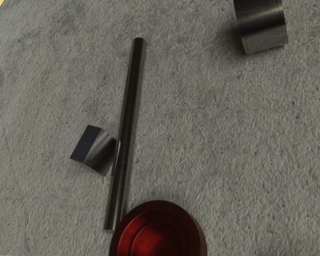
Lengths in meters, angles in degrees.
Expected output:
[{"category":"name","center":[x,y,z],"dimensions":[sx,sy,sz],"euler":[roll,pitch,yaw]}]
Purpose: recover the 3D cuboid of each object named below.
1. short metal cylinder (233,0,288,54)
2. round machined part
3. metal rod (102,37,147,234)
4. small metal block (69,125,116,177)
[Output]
[{"category":"short metal cylinder","center":[0.126,-0.138,0.387],"dimensions":[0.050,0.080,0.080],"euler":[-12,57,22]},{"category":"round machined part","center":[0.001,0.127,0.315],"dimensions":[0.098,0.042,0.098],"euler":[-13,56,21]},{"category":"metal rod","center":[-0.044,-0.009,0.432],"dimensions":[0.025,0.025,0.299],"euler":[-10,57,23]},{"category":"small metal block","center":[-0.084,0.031,0.413],"dimensions":[0.025,0.050,0.050],"euler":[12,68,33]}]
